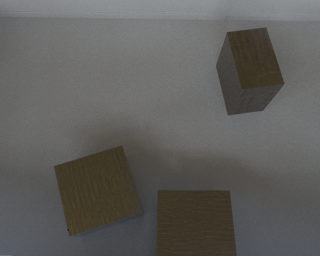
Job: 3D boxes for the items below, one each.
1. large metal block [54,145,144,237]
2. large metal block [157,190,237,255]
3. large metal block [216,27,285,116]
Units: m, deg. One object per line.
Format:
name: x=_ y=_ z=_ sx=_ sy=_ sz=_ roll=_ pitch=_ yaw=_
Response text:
large metal block: x=-0.070 y=0.076 z=0.368 sx=0.080 sy=0.050 sz=0.080 roll=-17 pitch=71 yaw=-6
large metal block: x=0.037 y=0.116 z=0.348 sx=0.081 sy=0.050 sz=0.080 roll=0 pitch=61 yaw=0
large metal block: x=0.113 y=-0.071 z=0.407 sx=0.050 sy=0.080 sz=0.080 roll=-8 pitch=70 yaw=-3
